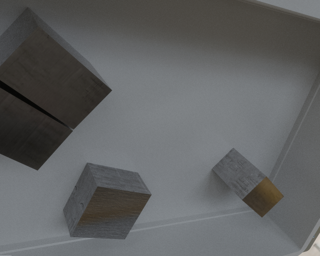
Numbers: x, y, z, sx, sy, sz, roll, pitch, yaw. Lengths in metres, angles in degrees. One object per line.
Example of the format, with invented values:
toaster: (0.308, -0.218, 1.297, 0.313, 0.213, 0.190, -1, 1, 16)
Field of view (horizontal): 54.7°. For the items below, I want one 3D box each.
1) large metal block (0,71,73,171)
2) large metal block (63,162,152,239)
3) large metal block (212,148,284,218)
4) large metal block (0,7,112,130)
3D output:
large metal block: (-0.137, -0.017, 0.288, 0.050, 0.080, 0.080, -48, 129, 5)
large metal block: (-0.072, 0.100, 0.417, 0.081, 0.050, 0.080, 18, 109, -36)
large metal block: (0.144, 0.090, 0.510, 0.050, 0.080, 0.080, -46, 130, 3)
large metal block: (-0.101, -0.056, 0.284, 0.050, 0.080, 0.080, -45, 130, 3)
